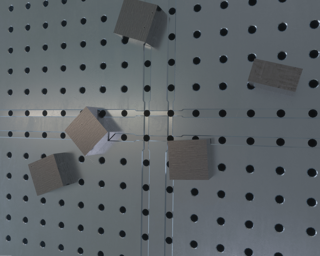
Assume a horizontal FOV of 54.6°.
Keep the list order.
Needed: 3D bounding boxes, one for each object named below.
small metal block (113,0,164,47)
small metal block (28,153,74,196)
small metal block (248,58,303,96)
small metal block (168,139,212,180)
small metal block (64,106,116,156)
[{"bbox_3d":[-0.029,-0.144,0.423,0.050,0.025,0.050,21,97,18],"label":"small metal block"},{"bbox_3d":[-0.166,0.070,0.472,0.050,0.025,0.050,-22,83,18],"label":"small metal block"},{"bbox_3d":[0.131,-0.057,0.353,0.050,0.050,0.025,18,96,19],"label":"small metal block"},{"bbox_3d":[0.039,0.040,0.399,0.050,0.025,0.050,-3,89,20],"label":"small metal block"},{"bbox_3d":[-0.101,0.004,0.449,0.050,0.025,0.050,-45,76,14],"label":"small metal block"}]
